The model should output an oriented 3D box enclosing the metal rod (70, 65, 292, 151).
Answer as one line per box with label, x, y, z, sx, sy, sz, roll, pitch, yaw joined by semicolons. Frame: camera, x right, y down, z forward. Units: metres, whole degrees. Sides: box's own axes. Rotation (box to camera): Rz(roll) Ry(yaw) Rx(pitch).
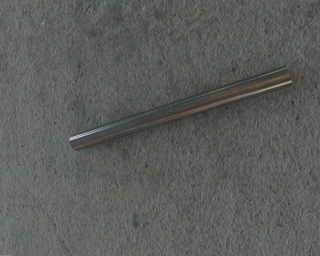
metal rod;0.012;-0.019;0.404;0.300;0.025;0.025;-17;84;19
